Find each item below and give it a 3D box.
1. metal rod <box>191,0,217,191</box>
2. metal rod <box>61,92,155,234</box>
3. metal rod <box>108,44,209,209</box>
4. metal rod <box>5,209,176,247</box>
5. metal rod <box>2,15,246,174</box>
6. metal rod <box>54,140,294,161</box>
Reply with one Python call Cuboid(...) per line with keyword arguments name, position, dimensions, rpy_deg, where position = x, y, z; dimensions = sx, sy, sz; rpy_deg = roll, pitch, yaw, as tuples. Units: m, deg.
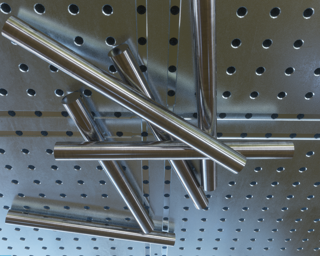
Cuboid(name="metal rod", position=(0.059, -0.023, 0.392), dimensions=(0.025, 0.025, 0.299), rpy_deg=(-5, 130, 4))
Cuboid(name="metal rod", position=(-0.065, 0.072, 0.471), dimensions=(0.025, 0.025, 0.299), rpy_deg=(-13, 129, 11))
Cuboid(name="metal rod", position=(0.012, 0.020, 0.428), dimensions=(0.025, 0.025, 0.299), rpy_deg=(-18, 128, 14))
Cuboid(name="metal rod", position=(-0.119, 0.184, 0.566), dimensions=(0.302, 0.025, 0.025), rpy_deg=(12, 129, -10))
Cuboid(name="metal rod", position=(-0.029, -0.031, 0.350), dimensions=(0.301, 0.025, 0.025), rpy_deg=(31, 124, -11))
Cuboid(name="metal rod", position=(0.018, 0.029, 0.401), dimensions=(0.302, 0.025, 0.025), rpy_deg=(0, 130, 0))
